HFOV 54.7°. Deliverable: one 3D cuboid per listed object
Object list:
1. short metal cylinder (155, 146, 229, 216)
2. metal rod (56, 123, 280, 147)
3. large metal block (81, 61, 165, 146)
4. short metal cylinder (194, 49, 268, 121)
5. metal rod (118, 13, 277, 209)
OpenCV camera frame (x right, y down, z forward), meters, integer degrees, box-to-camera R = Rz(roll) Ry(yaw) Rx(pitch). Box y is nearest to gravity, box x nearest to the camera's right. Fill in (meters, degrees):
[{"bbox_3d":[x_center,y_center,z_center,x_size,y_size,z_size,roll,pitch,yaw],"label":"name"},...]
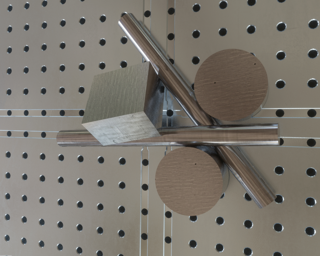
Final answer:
[{"bbox_3d":[0.041,0.062,0.381,0.080,0.050,0.079,0,90,20],"label":"short metal cylinder"},{"bbox_3d":[-0.009,0.011,0.394,0.301,0.025,0.025,-2,90,26],"label":"metal rod"},{"bbox_3d":[-0.043,-0.030,0.391,0.080,0.050,0.080,-10,52,20],"label":"large metal block"},{"bbox_3d":[0.086,-0.048,0.366,0.080,0.050,0.079,0,90,20],"label":"short metal cylinder"},{"bbox_3d":[0.040,-0.030,0.395,0.025,0.025,0.299,-40,78,16],"label":"metal rod"}]
